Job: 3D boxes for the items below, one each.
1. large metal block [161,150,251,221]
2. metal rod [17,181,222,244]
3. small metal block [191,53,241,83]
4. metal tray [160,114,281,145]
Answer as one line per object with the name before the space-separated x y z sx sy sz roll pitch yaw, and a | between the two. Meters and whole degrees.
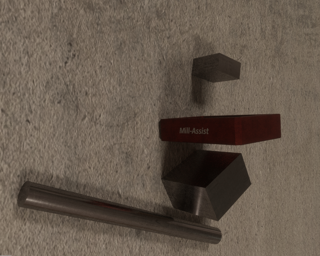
large metal block | 0.064 0.074 0.425 0.081 0.080 0.050 -35 112 -35
metal rod | -0.023 0.115 0.387 0.301 0.025 0.025 26 74 -37
small metal block | 0.084 -0.088 0.461 0.050 0.050 0.025 11 83 -40
metal tray | 0.075 0.000 0.401 0.091 0.130 0.030 -6 94 -40
